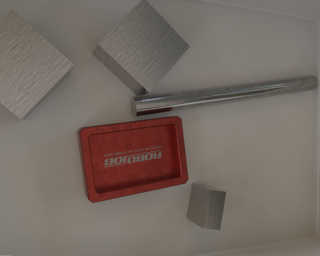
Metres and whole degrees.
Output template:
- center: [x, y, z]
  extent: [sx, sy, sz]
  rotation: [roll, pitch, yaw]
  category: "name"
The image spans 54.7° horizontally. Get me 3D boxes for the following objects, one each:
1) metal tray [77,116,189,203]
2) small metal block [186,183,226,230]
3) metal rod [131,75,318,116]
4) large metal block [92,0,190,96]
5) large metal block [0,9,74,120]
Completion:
- center: [-0.033, 0.036, 0.396]
  extent: [0.131, 0.030, 0.089]
  rotation: [-8, 93, -20]
  category: "metal tray"
- center: [0.062, 0.106, 0.422]
  extent: [0.025, 0.050, 0.050]
  rotation: [11, 86, -20]
  category: "small metal block"
- center: [0.106, -0.050, 0.451]
  extent: [0.303, 0.025, 0.025]
  rotation: [-9, 94, -20]
  category: "metal rod"
- center: [-0.024, -0.098, 0.389]
  extent: [0.080, 0.050, 0.080]
  rotation: [43, 76, -15]
  category: "large metal block"
- center: [-0.155, -0.065, 0.340]
  extent: [0.080, 0.050, 0.080]
  rotation: [43, 76, -15]
  category: "large metal block"
